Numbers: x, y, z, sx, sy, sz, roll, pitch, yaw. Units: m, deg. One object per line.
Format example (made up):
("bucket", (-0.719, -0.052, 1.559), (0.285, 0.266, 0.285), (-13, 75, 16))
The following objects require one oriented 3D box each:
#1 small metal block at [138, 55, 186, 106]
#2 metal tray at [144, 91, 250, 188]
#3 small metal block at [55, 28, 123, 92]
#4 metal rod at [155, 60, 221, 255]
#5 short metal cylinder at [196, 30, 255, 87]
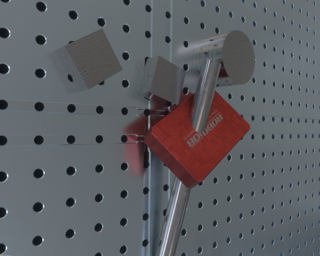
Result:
("small metal block", (0.003, -0.061, 0.412), (0.050, 0.025, 0.050), (22, 76, -38))
("metal tray", (0.053, 0.007, 0.420), (0.090, 0.030, 0.131), (46, 55, 6))
("small metal block", (-0.077, -0.075, 0.344), (0.050, 0.025, 0.050), (-39, 114, -33))
("metal rod", (0.034, 0.058, 0.412), (0.025, 0.025, 0.298), (15, 89, -39))
("short metal cylinder", (0.102, -0.105, 0.478), (0.081, 0.050, 0.080), (0, 90, -40))
